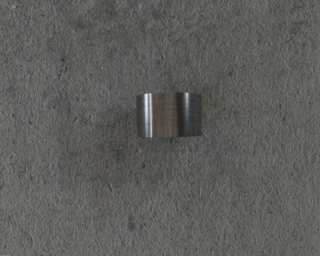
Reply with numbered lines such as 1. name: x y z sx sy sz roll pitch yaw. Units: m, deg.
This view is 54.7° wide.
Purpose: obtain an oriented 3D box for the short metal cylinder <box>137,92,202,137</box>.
1. short metal cylinder: 0.011 -0.015 0.384 0.081 0.080 0.050 -1 90 -1
